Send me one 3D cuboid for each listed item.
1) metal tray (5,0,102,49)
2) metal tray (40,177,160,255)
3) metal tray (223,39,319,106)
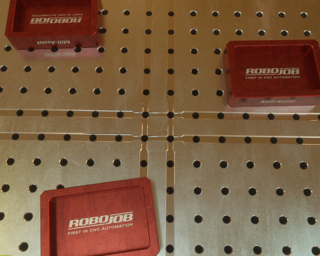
[{"bbox_3d":[-0.157,-0.167,0.469,0.131,0.030,0.090,-2,70,-1],"label":"metal tray"},{"bbox_3d":[-0.070,0.113,0.367,0.131,0.030,0.090,-7,70,-3],"label":"metal tray"},{"bbox_3d":[0.160,-0.078,0.438,0.131,0.030,0.090,-1,70,-1],"label":"metal tray"}]
